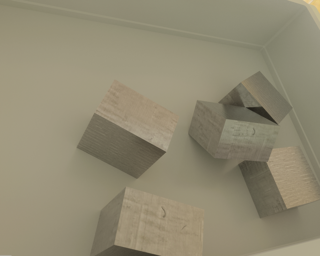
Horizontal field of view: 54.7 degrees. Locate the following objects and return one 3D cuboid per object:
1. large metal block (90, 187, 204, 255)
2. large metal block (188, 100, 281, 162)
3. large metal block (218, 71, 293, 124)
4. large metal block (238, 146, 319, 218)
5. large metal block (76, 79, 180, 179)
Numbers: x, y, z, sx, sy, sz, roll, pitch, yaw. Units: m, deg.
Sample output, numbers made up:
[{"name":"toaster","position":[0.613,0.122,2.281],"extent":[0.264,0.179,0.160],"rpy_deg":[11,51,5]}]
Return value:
[{"name":"large metal block","position":[-0.014,0.104,0.301],"extent":[0.080,0.080,0.050],"rpy_deg":[20,54,-17]},{"name":"large metal block","position":[0.095,0.003,0.413],"extent":[0.081,0.050,0.080],"rpy_deg":[6,18,-22]},{"name":"large metal block","position":[0.152,-0.036,0.487],"extent":[0.080,0.050,0.081],"rpy_deg":[51,41,7]},{"name":"large metal block","position":[0.171,0.075,0.439],"extent":[0.081,0.050,0.080],"rpy_deg":[-3,64,-30]},{"name":"large metal block","position":[-0.037,0.005,0.348],"extent":[0.080,0.080,0.050],"rpy_deg":[29,52,-10]}]
